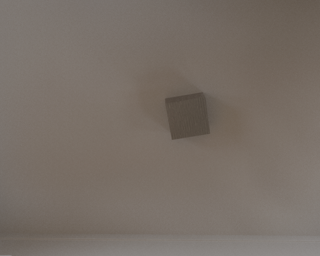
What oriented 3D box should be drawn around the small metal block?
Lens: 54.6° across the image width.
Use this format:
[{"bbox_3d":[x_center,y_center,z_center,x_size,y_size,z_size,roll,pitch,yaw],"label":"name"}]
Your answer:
[{"bbox_3d":[0.036,-0.016,0.406,0.050,0.025,0.050,-10,110,3],"label":"small metal block"}]
